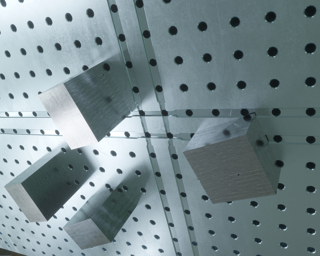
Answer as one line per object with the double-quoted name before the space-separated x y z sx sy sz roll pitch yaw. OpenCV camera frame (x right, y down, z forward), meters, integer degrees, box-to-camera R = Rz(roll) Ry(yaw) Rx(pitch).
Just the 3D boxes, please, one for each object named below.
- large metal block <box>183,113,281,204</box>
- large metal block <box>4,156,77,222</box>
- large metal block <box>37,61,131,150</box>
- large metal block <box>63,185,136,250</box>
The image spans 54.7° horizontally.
"large metal block" 0.088 0.039 0.372 0.080 0.050 0.080 -20 108 35
"large metal block" -0.208 0.108 0.549 0.050 0.080 0.080 -14 111 33
"large metal block" -0.095 -0.030 0.405 0.050 0.080 0.080 -15 111 34
"large metal block" -0.100 0.150 0.519 0.080 0.080 0.050 -28 103 37
